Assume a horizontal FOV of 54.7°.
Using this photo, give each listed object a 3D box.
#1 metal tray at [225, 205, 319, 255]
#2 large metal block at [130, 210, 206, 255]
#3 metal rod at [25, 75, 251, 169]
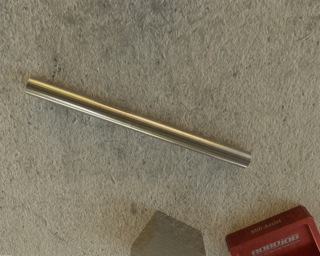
[{"bbox_3d":[0.179,0.185,0.477,0.130,0.030,0.090,-26,108,8],"label":"metal tray"},{"bbox_3d":[0.010,0.184,0.464,0.080,0.050,0.080,29,107,-11],"label":"large metal block"},{"bbox_3d":[-0.021,-0.005,0.407,0.302,0.025,0.025,19,109,-8],"label":"metal rod"}]
